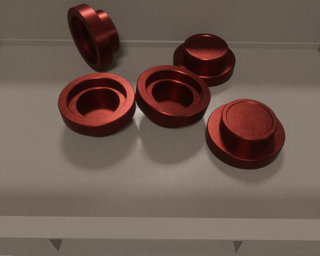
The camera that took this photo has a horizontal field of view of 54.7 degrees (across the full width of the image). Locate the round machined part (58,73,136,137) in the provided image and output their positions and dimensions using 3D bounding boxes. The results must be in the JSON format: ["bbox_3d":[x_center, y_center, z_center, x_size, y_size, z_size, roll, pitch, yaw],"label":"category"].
[{"bbox_3d":[-0.081,-0.027,0.415,0.099,0.042,0.098,0,50,0],"label":"round machined part"}]

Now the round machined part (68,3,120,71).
[{"bbox_3d":[-0.098,-0.141,0.475,0.042,0.097,0.098,-31,57,-23],"label":"round machined part"}]

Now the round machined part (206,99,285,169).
[{"bbox_3d":[0.110,0.001,0.395,0.099,0.042,0.098,0,50,0],"label":"round machined part"}]

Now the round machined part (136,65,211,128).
[{"bbox_3d":[0.015,-0.038,0.419,0.099,0.042,0.098,7,48,-8],"label":"round machined part"}]

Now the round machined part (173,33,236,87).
[{"bbox_3d":[0.070,-0.113,0.490,0.099,0.042,0.098,0,50,0],"label":"round machined part"}]
